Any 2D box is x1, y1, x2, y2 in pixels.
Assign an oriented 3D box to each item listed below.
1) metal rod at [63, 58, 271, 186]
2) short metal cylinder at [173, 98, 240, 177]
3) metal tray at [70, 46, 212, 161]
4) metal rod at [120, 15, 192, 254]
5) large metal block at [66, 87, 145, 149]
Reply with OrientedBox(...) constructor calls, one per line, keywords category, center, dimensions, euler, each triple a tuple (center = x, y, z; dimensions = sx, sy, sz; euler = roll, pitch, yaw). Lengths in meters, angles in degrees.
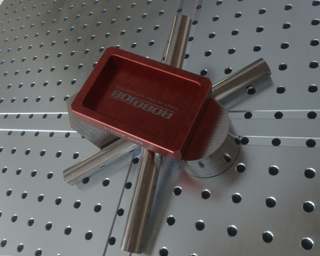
OrientedBox(category="metal rod", center=(0.003, -0.004, 0.408), dimensions=(0.301, 0.025, 0.025), euler=(-29, 52, 9))
OrientedBox(category="short metal cylinder", center=(0.047, 0.011, 0.359), dimensions=(0.080, 0.050, 0.080), euler=(-13, 56, 20))
OrientedBox(category="metal tray", center=(-0.019, -0.030, 0.342), dimensions=(0.130, 0.030, 0.090), euler=(22, 72, 16))
OrientedBox(category="metal rod", center=(0.000, -0.005, 0.381), dimensions=(0.025, 0.025, 0.299), euler=(4, 73, 29))
OrientedBox(category="large metal block", center=(-0.065, -0.020, 0.417), dimensions=(0.080, 0.080, 0.050), euler=(-30, 52, 9))
